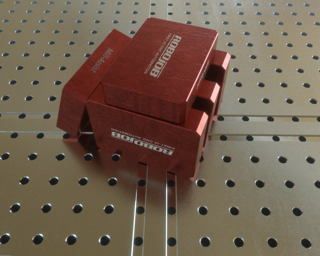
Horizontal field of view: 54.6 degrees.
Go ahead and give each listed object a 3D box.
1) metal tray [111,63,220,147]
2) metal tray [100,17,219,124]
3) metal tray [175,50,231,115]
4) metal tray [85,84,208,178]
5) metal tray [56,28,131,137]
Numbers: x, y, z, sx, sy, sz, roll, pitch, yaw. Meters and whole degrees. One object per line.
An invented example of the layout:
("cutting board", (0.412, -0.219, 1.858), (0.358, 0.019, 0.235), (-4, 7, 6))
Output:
("metal tray", (0.001, -0.029, 0.388), (0.130, 0.090, 0.030), (16, 51, 12))
("metal tray", (0.005, -0.070, 0.346), (0.090, 0.030, 0.130), (16, 52, 13))
("metal tray", (0.023, -0.072, 0.425), (0.130, 0.090, 0.030), (16, 53, 13))
("metal tray", (-0.015, 0.005, 0.361), (0.130, 0.090, 0.030), (17, 52, 13))
("metal tray", (-0.086, -0.061, 0.413), (0.030, 0.090, 0.130), (30, 53, -4))
